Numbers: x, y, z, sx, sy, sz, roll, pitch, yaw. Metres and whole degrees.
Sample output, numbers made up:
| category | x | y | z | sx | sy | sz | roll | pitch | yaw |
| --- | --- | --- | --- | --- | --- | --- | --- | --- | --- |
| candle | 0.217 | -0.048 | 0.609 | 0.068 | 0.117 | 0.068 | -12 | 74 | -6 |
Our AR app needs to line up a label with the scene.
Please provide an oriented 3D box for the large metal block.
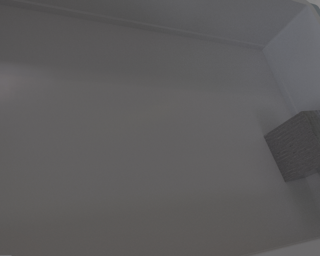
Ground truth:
| category | x | y | z | sx | sy | sz | roll | pitch | yaw |
| --- | --- | --- | --- | --- | --- | --- | --- | --- | --- |
| large metal block | 0.218 | 0.028 | 0.471 | 0.050 | 0.080 | 0.080 | -4 | 64 | -30 |
